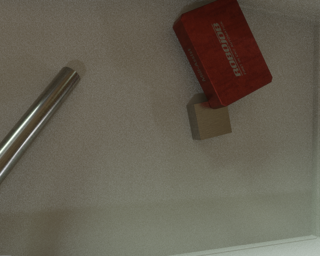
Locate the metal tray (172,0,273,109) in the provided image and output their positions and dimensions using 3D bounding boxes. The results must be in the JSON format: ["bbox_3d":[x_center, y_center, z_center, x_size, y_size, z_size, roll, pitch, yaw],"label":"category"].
[{"bbox_3d":[0.086,-0.102,0.420,0.091,0.030,0.129,-28,95,-19],"label":"metal tray"}]

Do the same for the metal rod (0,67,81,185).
[{"bbox_3d":[-0.168,0.051,0.299,0.025,0.025,0.300,37,59,-17],"label":"metal rod"}]

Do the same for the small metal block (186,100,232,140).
[{"bbox_3d":[0.069,-0.013,0.438,0.050,0.025,0.050,-13,95,-20],"label":"small metal block"}]
